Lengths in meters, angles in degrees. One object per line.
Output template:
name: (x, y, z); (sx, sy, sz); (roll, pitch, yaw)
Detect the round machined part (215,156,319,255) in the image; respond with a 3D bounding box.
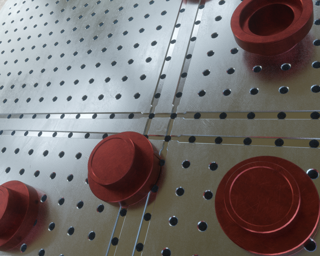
round machined part: (0.101, 0.071, 0.301); (0.098, 0.042, 0.098); (-13, 56, 21)

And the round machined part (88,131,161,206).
round machined part: (-0.052, 0.047, 0.397); (0.098, 0.042, 0.098); (-13, 56, 21)

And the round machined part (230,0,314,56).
round machined part: (0.146, -0.134, 0.403); (0.098, 0.042, 0.098); (-13, 56, 21)

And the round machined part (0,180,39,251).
round machined part: (-0.227, 0.121, 0.444); (0.098, 0.042, 0.098); (-13, 56, 21)
